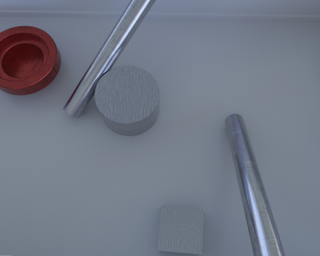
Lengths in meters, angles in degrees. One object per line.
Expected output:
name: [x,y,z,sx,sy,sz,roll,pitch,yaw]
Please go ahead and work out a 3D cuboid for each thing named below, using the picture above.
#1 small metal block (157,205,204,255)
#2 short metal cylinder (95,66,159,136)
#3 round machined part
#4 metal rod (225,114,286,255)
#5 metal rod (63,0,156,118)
small metal block: [0.024,0.120,0.366,0.050,0.025,0.050,5,70,1]
short metal cylinder: [-0.041,-0.035,0.409,0.081,0.050,0.080,0,70,-1]
round machined part: [-0.187,-0.089,0.431,0.099,0.042,0.098,0,70,-1]
metal rod: [0.094,0.080,0.296,0.025,0.025,0.300,3,36,1]
metal rod: [-0.033,-0.138,0.384,0.025,0.025,0.299,39,104,12]
